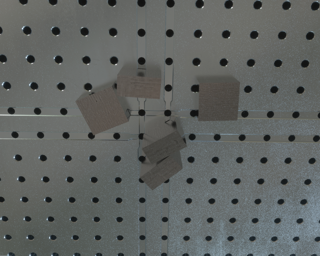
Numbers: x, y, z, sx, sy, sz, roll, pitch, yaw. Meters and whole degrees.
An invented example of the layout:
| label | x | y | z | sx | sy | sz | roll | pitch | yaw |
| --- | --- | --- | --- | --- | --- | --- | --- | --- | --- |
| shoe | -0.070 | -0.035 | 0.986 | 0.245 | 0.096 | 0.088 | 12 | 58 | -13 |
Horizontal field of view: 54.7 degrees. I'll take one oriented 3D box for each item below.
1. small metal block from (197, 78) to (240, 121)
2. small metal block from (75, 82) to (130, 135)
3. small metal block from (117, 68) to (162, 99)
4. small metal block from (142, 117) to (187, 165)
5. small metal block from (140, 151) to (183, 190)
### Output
| label | x | y | z | sx | sy | sz | roll | pitch | yaw |
| --- | --- | --- | --- | --- | --- | --- | --- | --- | --- |
| small metal block | 0.074 | -0.037 | 0.401 | 0.050 | 0.025 | 0.050 | -1 | 110 | 0 |
| small metal block | -0.073 | -0.025 | 0.403 | 0.050 | 0.025 | 0.050 | -21 | 109 | 7 |
| small metal block | -0.024 | -0.056 | 0.379 | 0.050 | 0.050 | 0.025 | 4 | 110 | -2 |
| small metal block | 0.005 | 0.016 | 0.406 | 0.050 | 0.050 | 0.025 | -28 | 108 | 9 |
| small metal block | 0.001 | 0.049 | 0.418 | 0.050 | 0.050 | 0.025 | -38 | 106 | 12 |
